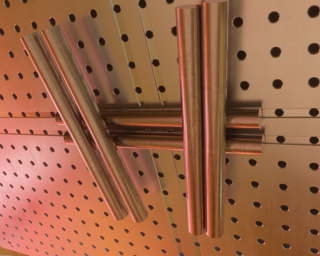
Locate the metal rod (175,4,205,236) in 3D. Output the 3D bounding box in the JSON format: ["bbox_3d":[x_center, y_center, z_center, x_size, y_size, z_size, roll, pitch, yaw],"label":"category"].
[{"bbox_3d":[0.040,0.014,0.368,0.025,0.025,0.298,9,122,24],"label":"metal rod"}]

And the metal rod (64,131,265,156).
[{"bbox_3d":[-0.013,0.017,0.430,0.300,0.025,0.025,1,119,27],"label":"metal rod"}]

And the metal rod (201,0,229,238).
[{"bbox_3d":[0.063,0.013,0.355,0.025,0.025,0.298,9,122,24],"label":"metal rod"}]

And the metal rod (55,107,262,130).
[{"bbox_3d":[-0.021,-0.013,0.415,0.300,0.025,0.025,1,119,27],"label":"metal rod"}]

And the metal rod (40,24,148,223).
[{"bbox_3d":[-0.082,0.009,0.429,0.025,0.025,0.299,-8,115,32],"label":"metal rod"}]

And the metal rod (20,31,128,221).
[{"bbox_3d":[-0.115,0.011,0.448,0.025,0.025,0.299,-8,114,32],"label":"metal rod"}]
